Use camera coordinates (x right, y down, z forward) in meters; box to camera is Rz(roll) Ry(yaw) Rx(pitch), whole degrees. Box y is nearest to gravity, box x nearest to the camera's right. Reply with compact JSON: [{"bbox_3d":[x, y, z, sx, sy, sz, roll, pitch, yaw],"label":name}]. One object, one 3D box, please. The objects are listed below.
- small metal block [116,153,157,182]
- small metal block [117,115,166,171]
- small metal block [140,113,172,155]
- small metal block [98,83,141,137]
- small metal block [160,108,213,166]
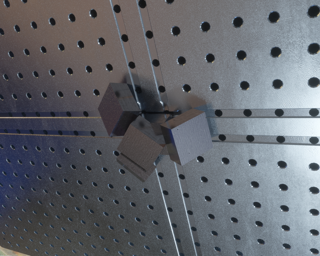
[{"bbox_3d":[-0.034,0.052,0.446,0.050,0.025,0.050,38,166,2],"label":"small metal block"},{"bbox_3d":[-0.021,0.020,0.403,0.050,0.025,0.050,35,129,4],"label":"small metal block"},{"bbox_3d":[-0.007,0.008,0.420,0.050,0.025,0.050,1,122,27],"label":"small metal block"},{"bbox_3d":[-0.055,-0.024,0.410,0.050,0.025,0.050,-55,50,39],"label":"small metal block"},{"bbox_3d":[0.034,0.010,0.381,0.025,0.050,0.050,24,136,56],"label":"small metal block"}]
